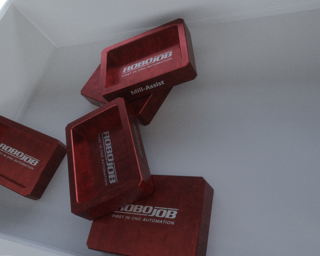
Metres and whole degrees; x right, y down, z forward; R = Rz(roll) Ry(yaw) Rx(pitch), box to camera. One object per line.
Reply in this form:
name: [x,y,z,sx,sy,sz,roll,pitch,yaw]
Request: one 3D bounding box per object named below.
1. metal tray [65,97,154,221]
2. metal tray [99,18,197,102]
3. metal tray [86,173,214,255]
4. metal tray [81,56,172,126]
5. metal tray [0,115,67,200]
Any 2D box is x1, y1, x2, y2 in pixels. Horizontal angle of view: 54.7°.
metal tray: [-0.066,0.034,0.377,0.090,0.030,0.130,-26,53,12]
metal tray: [-0.019,-0.090,0.428,0.130,0.030,0.090,-16,55,18]
metal tray: [-0.011,0.100,0.347,0.130,0.030,0.090,-2,61,27]
metal tray: [-0.049,-0.065,0.468,0.130,0.030,0.090,22,73,36]
metal tray: [-0.218,0.042,0.467,0.130,0.030,0.090,20,71,17]
